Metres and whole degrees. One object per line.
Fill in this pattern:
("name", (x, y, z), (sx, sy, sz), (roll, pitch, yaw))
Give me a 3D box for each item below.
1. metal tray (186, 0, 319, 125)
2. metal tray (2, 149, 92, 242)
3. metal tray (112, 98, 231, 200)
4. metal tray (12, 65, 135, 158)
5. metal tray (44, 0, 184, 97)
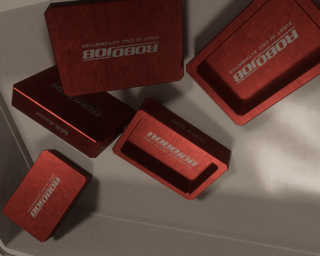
("metal tray", (0.100, -0.072, 0.307), (0.090, 0.030, 0.129), (46, 129, -5))
("metal tray", (-0.189, 0.112, 0.524), (0.090, 0.030, 0.130), (34, 90, 5))
("metal tray", (0.014, 0.031, 0.404), (0.130, 0.030, 0.089), (33, 129, -5))
("metal tray", (-0.111, -0.027, 0.406), (0.130, 0.090, 0.030), (33, 128, 6))
("metal tray", (-0.043, -0.088, 0.325), (0.131, 0.030, 0.089), (-10, 121, -10))
